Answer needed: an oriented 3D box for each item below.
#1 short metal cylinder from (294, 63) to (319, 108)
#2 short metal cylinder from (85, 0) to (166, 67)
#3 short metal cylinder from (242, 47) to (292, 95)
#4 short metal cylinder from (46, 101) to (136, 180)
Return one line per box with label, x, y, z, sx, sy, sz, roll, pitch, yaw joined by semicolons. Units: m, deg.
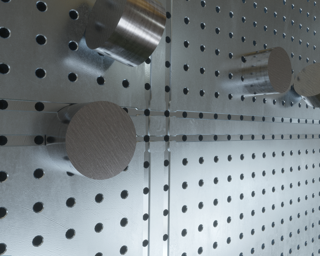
short metal cylinder;0.332;-0.090;0.651;0.050;0.080;0.080;31;71;-36
short metal cylinder;-0.039;-0.114;0.340;0.050;0.080;0.080;19;78;-39
short metal cylinder;0.191;-0.100;0.552;0.081;0.050;0.079;0;90;-40
short metal cylinder;-0.073;0.012;0.332;0.081;0.050;0.079;0;90;-40
